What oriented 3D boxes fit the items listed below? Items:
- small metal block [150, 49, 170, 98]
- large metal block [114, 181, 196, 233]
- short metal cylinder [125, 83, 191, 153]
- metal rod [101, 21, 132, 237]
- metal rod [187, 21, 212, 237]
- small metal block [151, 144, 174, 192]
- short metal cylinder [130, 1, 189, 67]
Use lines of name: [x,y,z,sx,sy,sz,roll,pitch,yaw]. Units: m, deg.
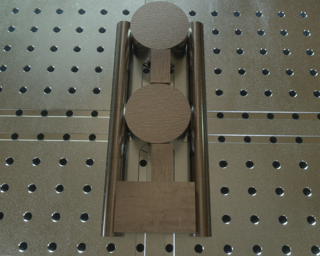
small metal block: [0.001,-0.072,0.423,0.025,0.050,0.050,1,70,0]
large metal block: [-0.005,0.092,0.349,0.080,0.080,0.050,1,70,0]
short metal cylinder: [-0.003,-0.011,0.402,0.081,0.050,0.080,0,70,0]
metal rod: [-0.055,-0.013,0.415,0.025,0.025,0.299,1,70,0]
metal rod: [0.051,-0.012,0.415,0.025,0.025,0.299,1,70,0]
small metal block: [0.003,0.050,0.379,0.025,0.050,0.050,0,70,0]
short metal cylinder: [0.000,-0.133,0.446,0.081,0.050,0.080,0,70,0]
